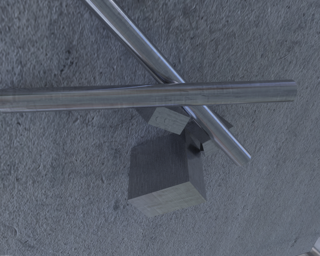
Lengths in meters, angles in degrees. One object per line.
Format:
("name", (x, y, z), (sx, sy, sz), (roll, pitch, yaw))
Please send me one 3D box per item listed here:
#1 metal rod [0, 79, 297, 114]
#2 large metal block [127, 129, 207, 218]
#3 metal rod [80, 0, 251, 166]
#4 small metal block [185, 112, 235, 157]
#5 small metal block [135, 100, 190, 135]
("metal rod", (-0.006, -0.034, 0.324), (0.302, 0.025, 0.025), (-3, 122, -6))
("large metal block", (0.009, 0.058, 0.395), (0.080, 0.080, 0.050), (-21, 132, 20))
("metal rod", (0.016, -0.050, 0.348), (0.025, 0.025, 0.300), (-45, 118, 3))
("small metal block", (0.069, 0.006, 0.434), (0.050, 0.050, 0.025), (-28, 129, -12))
("small metal block", (0.001, -0.021, 0.380), (0.050, 0.050, 0.025), (19, 108, -36))
